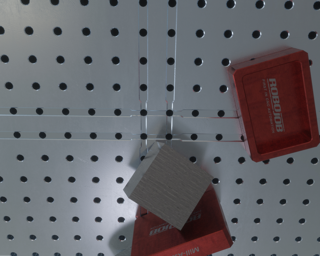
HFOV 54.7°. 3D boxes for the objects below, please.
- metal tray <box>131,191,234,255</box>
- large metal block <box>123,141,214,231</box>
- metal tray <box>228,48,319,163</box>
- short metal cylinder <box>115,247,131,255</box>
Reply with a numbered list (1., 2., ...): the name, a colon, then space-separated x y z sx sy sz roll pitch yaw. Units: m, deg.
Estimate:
1. metal tray: 0.027 0.144 0.431 0.130 0.090 0.030 -22 109 8
2. large metal block: 0.010 0.074 0.412 0.080 0.050 0.080 35 82 -12
3. metal tray: 0.148 -0.027 0.401 0.090 0.030 0.129 -16 110 5
4. short metal cylinder: -0.041 0.228 0.468 0.080 0.080 0.050 -22 109 8
